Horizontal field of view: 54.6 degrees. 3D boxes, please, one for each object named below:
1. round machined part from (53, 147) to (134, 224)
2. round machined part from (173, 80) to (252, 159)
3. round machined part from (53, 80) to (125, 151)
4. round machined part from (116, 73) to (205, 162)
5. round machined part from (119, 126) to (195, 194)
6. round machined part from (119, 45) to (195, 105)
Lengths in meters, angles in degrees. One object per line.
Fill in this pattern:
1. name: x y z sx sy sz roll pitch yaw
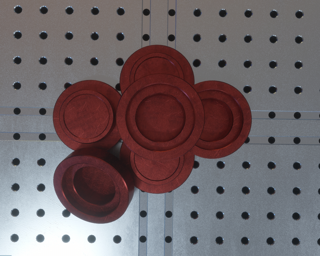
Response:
1. round machined part: -0.079 0.068 0.391 0.098 0.042 0.097 5 113 13
2. round machined part: 0.065 -0.011 0.405 0.099 0.042 0.097 0 90 0
3. round machined part: -0.091 -0.014 0.404 0.099 0.042 0.097 0 90 0
4. round machined part: 0.001 -0.012 0.362 0.099 0.042 0.097 0 90 0
5. round machined part: -0.004 0.038 0.404 0.099 0.042 0.097 0 90 0
6. round machined part: -0.004 -0.060 0.405 0.099 0.042 0.097 0 90 0
